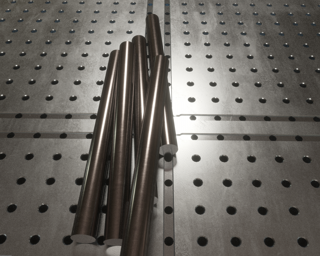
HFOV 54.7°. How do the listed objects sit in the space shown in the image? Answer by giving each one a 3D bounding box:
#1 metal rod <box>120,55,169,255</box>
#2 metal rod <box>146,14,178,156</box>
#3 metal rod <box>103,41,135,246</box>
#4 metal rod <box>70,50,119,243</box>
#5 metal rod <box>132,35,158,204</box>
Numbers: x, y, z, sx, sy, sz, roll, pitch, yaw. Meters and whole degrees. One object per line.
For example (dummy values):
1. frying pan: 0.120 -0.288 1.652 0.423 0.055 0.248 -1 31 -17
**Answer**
1. metal rod: -0.012 0.017 0.359 0.025 0.025 0.300 4 50 3
2. metal rod: -0.002 -0.087 0.480 0.025 0.025 0.300 -3 50 -3
3. metal rod: -0.048 -0.006 0.399 0.025 0.025 0.300 -1 54 -1
4. metal rod: -0.073 -0.003 0.408 0.025 0.025 0.300 1 50 1
5. metal rod: -0.025 -0.035 0.436 0.025 0.025 0.300 -3 50 -3
